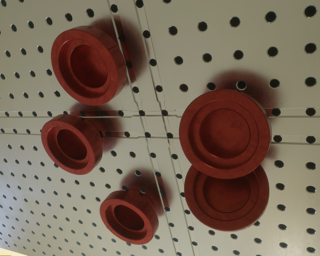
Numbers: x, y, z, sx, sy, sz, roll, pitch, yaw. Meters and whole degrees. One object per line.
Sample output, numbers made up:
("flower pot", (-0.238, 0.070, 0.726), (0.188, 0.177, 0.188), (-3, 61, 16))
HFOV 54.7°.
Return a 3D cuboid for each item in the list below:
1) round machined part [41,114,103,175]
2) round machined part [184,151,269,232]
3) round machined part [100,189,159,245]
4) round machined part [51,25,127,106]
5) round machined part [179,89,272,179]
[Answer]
("round machined part", (-0.130, 0.021, 0.480), (0.098, 0.042, 0.097), (13, 124, 20))
("round machined part", (0.083, 0.077, 0.380), (0.098, 0.098, 0.042), (10, 162, 22))
("round machined part", (-0.046, 0.141, 0.510), (0.098, 0.042, 0.097), (13, 124, 20))
("round machined part", (-0.085, -0.081, 0.393), (0.098, 0.042, 0.097), (13, 124, 20))
("round machined part", (0.075, 0.005, 0.350), (0.098, 0.042, 0.097), (4, 99, 24))
